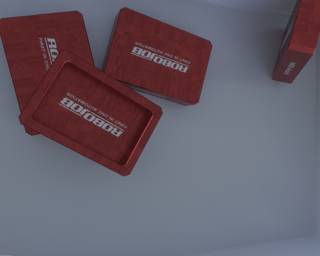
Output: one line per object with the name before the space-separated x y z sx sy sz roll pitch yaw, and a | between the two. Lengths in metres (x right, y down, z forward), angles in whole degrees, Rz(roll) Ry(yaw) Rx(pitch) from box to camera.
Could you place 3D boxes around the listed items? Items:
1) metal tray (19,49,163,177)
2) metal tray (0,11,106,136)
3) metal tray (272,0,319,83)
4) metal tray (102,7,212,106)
metal tray | -0.073 -0.014 0.348 0.131 0.030 0.090 31 80 -18
metal tray | -0.123 -0.064 0.362 0.091 0.030 0.129 -14 95 -20
metal tray | 0.190 -0.123 0.426 0.030 0.130 0.090 16 85 13
metal tray | -0.003 -0.089 0.406 0.131 0.030 0.090 15 85 -20
